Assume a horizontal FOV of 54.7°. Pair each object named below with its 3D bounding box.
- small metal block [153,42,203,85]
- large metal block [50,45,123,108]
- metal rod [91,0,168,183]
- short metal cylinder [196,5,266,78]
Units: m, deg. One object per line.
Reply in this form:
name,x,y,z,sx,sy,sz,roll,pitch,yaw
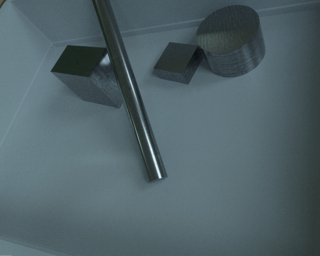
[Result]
small metal block,0.027,-0.095,0.448,0.050,0.025,0.050,18,71,34
large metal block,-0.100,-0.077,0.469,0.080,0.080,0.050,13,69,33
metal rod,-0.049,-0.074,0.409,0.025,0.025,0.299,-23,74,14
short metal cylinder,0.094,-0.114,0.410,0.080,0.050,0.080,-13,56,20
